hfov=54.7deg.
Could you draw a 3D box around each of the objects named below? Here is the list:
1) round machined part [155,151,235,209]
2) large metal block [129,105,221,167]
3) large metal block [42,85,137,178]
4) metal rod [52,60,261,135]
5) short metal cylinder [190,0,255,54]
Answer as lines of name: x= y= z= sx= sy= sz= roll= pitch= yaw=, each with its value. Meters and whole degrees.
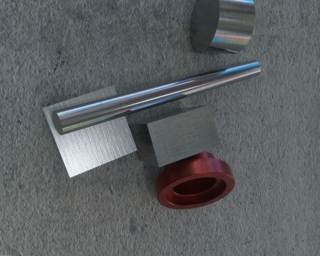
round machined part: x=0.042 y=0.064 z=0.398 sx=0.099 sy=0.097 sz=0.042 roll=5 pitch=50 yaw=-20
large metal block: x=0.015 y=0.008 z=0.386 sx=0.081 sy=0.080 sz=0.050 roll=-17 pitch=96 yaw=-20
large metal block: x=-0.083 y=0.002 z=0.366 sx=0.081 sy=0.050 sz=0.080 roll=-22 pitch=98 yaw=-19
metal rod: x=0.021 y=-0.047 z=0.382 sx=0.302 sy=0.025 sz=0.025 roll=-19 pitch=97 yaw=-33
short metal cylinder: x=0.080 y=-0.141 z=0.411 sx=0.050 sy=0.080 sz=0.079 roll=0 pitch=90 yaw=-20
